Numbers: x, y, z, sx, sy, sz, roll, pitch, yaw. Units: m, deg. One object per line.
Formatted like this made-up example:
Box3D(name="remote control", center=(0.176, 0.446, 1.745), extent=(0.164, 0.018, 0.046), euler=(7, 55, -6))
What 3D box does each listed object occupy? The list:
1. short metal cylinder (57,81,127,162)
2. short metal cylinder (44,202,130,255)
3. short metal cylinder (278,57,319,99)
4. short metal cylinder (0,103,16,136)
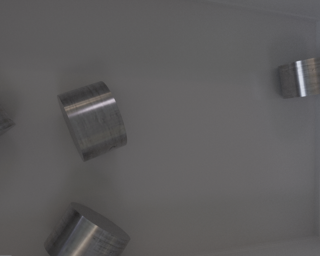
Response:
Box3D(name="short metal cylinder", center=(-0.077, -0.008, 0.353), extent=(0.050, 0.080, 0.080), euler=(-22, 98, -19))
Box3D(name="short metal cylinder", center=(-0.081, 0.127, 0.352), extent=(0.080, 0.080, 0.050), euler=(35, 79, -17))
Box3D(name="short metal cylinder", center=(0.223, -0.075, 0.463), extent=(0.081, 0.080, 0.050), euler=(-12, 94, -20))
Box3D(name="short metal cylinder", center=(-0.196, -0.002, 0.309), extent=(0.080, 0.080, 0.050), euler=(-37, 102, -16))
